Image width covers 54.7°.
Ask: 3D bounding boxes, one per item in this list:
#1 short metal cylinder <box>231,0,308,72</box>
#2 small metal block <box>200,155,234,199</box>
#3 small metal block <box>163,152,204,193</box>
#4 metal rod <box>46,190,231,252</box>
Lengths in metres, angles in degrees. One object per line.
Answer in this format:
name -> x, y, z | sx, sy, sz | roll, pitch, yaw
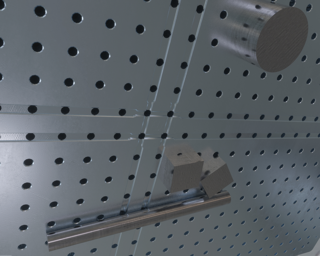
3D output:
short metal cylinder -> 0.140, -0.118, 0.398 | 0.081, 0.050, 0.079 | -14, 124, -21
small metal block -> 0.088, 0.080, 0.508 | 0.050, 0.025, 0.050 | -34, 129, -6
small metal block -> 0.035, 0.067, 0.472 | 0.050, 0.025, 0.050 | -7, 122, -25
metal rod -> -0.018, 0.140, 0.487 | 0.303, 0.025, 0.025 | -7, 122, -25
